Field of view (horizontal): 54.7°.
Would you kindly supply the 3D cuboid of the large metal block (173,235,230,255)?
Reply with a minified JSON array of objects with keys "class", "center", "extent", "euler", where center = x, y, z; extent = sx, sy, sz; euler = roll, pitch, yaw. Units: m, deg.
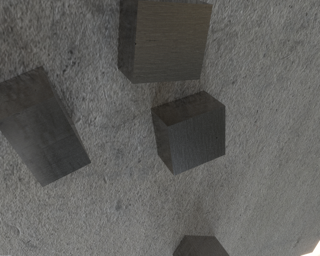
[{"class":"large metal block","center":[0.083,0.247,0.569],"extent":[0.081,0.080,0.050],"euler":[16,110,-35]}]

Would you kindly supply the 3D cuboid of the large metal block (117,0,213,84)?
[{"class":"large metal block","center":[0.002,-0.096,0.332],"extent":[0.081,0.050,0.079],"euler":[-8,122,-25]}]

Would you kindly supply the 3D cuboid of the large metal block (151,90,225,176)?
[{"class":"large metal block","center":[0.039,0.006,0.416],"extent":[0.081,0.050,0.079],"euler":[-20,126,-17]}]

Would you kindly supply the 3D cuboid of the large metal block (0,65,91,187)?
[{"class":"large metal block","center":[-0.116,-0.004,0.305],"extent":[0.050,0.080,0.080],"euler":[-27,128,-12]}]
